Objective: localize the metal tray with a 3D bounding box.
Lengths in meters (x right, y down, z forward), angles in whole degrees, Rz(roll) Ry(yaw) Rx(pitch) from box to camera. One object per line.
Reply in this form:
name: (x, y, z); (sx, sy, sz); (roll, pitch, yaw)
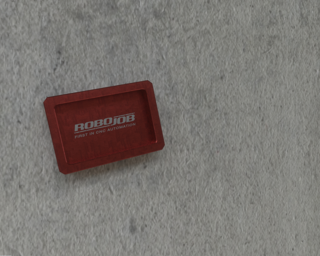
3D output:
metal tray: (-0.066, -0.003, 0.382); (0.131, 0.030, 0.089); (-13, 95, -20)
